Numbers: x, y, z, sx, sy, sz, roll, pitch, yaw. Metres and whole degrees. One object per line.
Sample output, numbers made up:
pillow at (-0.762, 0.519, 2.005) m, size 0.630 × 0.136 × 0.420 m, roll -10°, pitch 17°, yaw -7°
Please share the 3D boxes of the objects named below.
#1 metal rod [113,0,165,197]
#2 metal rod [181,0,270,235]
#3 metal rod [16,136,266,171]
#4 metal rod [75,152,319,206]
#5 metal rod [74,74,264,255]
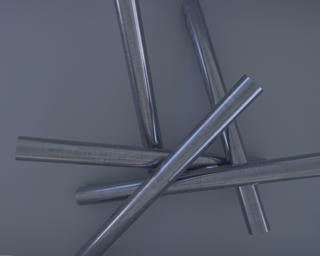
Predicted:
metal rod at (-0.021, -0.049, 0.352) m, size 0.025 × 0.025 × 0.298 m, roll -10°, pitch 114°, yaw 0°
metal rod at (0.077, -0.023, 0.384) m, size 0.025 × 0.025 × 0.299 m, roll -15°, pitch 79°, yaw 0°
metal rod at (-0.002, 0.036, 0.363) m, size 0.302 × 0.025 × 0.025 m, roll 7°, pitch 90°, yaw -20°
metal rod at (0.035, 0.063, 0.363) m, size 0.301 × 0.025 × 0.025 m, roll -11°, pitch 90°, yaw 19°
metal rod at (-0.003, 0.062, 0.348) m, size 0.025 × 0.025 × 0.299 m, roll 42°, pitch 106°, yaw -1°
